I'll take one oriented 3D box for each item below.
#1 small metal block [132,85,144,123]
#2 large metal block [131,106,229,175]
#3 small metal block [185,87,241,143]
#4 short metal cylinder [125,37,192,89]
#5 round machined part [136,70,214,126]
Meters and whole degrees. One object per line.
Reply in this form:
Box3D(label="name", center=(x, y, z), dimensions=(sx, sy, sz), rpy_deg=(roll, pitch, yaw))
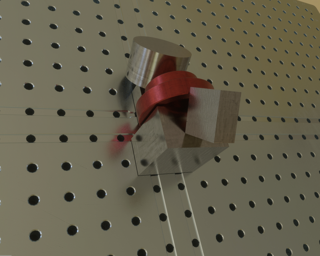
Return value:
Box3D(label="small metal block", center=(-0.006, -0.034, 0.426), dimensions=(0.050, 0.025, 0.050), rpy_deg=(1, 61, -28))
Box3D(label="large metal block", center=(0.021, 0.017, 0.374), dimensions=(0.081, 0.080, 0.050), rpy_deg=(1, 62, -28))
Box3D(label="small metal block", center=(0.052, -0.014, 0.314), dimensions=(0.025, 0.050, 0.050), rpy_deg=(2, 99, -29))
Box3D(label="short metal cylinder", center=(-0.003, -0.088, 0.424), dimensions=(0.081, 0.050, 0.080), rpy_deg=(14, 27, -7))
Box3D(label="round machined part", center=(0.019, -0.034, 0.380), dimensions=(0.099, 0.097, 0.042), rpy_deg=(1, 62, -28))
